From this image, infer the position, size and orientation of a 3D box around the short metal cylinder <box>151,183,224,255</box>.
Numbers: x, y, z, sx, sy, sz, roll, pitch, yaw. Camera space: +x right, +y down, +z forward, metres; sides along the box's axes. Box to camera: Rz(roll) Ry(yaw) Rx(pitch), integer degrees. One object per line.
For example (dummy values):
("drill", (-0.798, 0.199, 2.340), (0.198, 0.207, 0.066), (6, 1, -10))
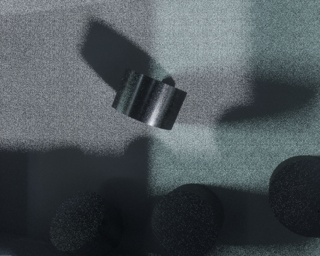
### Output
("short metal cylinder", (0.036, 0.113, 0.384), (0.080, 0.050, 0.079), (0, 90, 19))

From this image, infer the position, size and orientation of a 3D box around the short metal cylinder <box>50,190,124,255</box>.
("short metal cylinder", (-0.096, 0.130, 0.409), (0.080, 0.050, 0.080), (-15, 46, 17))

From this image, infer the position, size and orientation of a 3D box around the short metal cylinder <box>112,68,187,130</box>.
("short metal cylinder", (-0.013, -0.036, 0.385), (0.080, 0.080, 0.050), (25, 98, 18))

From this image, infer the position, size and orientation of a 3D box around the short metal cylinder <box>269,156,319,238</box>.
("short metal cylinder", (0.162, 0.072, 0.340), (0.080, 0.050, 0.079), (0, 90, 19))
